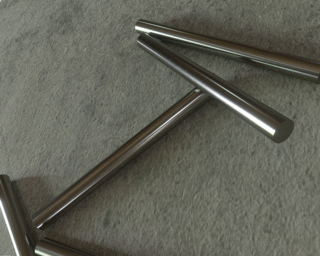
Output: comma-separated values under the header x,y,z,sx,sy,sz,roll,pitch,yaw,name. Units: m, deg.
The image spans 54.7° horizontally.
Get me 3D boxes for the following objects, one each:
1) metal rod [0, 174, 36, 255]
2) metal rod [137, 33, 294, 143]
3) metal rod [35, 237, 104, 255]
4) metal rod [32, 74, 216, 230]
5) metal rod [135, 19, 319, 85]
x,y,z,sx,sy,sz,roll,pitch,yaw,name
-0.163,0.164,0.386,0.025,0.025,0.300,-44,51,-2,metal rod
0.043,-0.069,0.392,0.025,0.025,0.300,-42,42,-1,metal rod
-0.014,0.158,0.313,0.300,0.025,0.025,4,64,29,metal rod
-0.041,0.032,0.404,0.300,0.025,0.025,-38,51,2,metal rod
0.075,-0.116,0.434,0.300,0.025,0.025,27,77,37,metal rod
